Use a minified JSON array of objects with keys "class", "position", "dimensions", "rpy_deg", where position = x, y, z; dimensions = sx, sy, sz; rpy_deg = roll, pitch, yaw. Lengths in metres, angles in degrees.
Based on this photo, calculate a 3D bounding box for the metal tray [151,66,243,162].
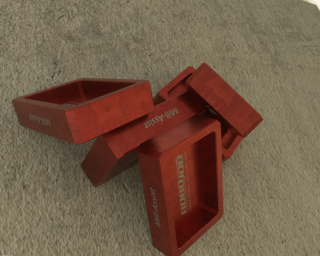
[{"class":"metal tray","position":[0.062,-0.020,0.450],"dimensions":[0.130,0.030,0.090],"rpy_deg":[44,51,2]}]

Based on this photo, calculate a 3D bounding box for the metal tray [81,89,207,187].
[{"class":"metal tray","position":[-0.017,0.010,0.349],"dimensions":[0.131,0.090,0.030],"rpy_deg":[-28,78,-38]}]

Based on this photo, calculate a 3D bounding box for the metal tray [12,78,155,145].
[{"class":"metal tray","position":[-0.081,-0.024,0.317],"dimensions":[0.091,0.130,0.030],"rpy_deg":[-27,116,-38]}]

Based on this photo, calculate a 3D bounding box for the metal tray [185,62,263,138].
[{"class":"metal tray","position":[0.076,-0.034,0.397],"dimensions":[0.090,0.030,0.130],"rpy_deg":[44,6,1]}]

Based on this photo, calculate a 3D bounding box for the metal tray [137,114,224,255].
[{"class":"metal tray","position":[0.027,0.061,0.328],"dimensions":[0.091,0.030,0.129],"rpy_deg":[-28,122,-37]}]
